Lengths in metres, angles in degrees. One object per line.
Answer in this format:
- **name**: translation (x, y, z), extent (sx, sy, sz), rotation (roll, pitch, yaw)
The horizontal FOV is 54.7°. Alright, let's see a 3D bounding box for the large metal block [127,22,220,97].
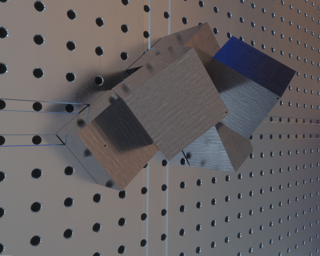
- **large metal block**: translation (0.020, -0.081, 0.390), extent (0.080, 0.080, 0.050), rotation (-49, 120, -29)

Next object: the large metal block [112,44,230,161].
- **large metal block**: translation (0.011, -0.028, 0.318), extent (0.080, 0.050, 0.080), rotation (-37, 116, -6)

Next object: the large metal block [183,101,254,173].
- **large metal block**: translation (0.071, 0.011, 0.434), extent (0.050, 0.080, 0.080), rotation (-41, 116, -32)

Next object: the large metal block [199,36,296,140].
- **large metal block**: translation (0.094, -0.046, 0.362), extent (0.080, 0.080, 0.050), rotation (34, 55, 11)

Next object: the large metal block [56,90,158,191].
- **large metal block**: translation (-0.052, 0.011, 0.350), extent (0.080, 0.050, 0.080), rotation (-47, 118, -30)
